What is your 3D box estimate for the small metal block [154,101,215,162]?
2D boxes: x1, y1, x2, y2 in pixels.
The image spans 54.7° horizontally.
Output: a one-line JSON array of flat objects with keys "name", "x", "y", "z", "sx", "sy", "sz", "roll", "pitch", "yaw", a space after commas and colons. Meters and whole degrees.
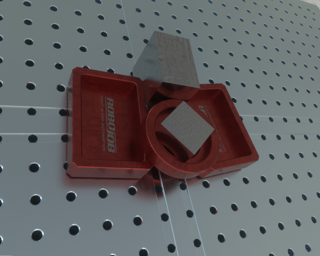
[{"name": "small metal block", "x": 0.028, "y": 0.004, "z": 0.362, "sx": 0.050, "sy": 0.025, "sz": 0.050, "roll": 43, "pitch": 51, "yaw": 1}]

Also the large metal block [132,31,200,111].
[{"name": "large metal block", "x": 0.004, "y": -0.066, "z": 0.411, "sx": 0.050, "sy": 0.080, "sz": 0.080, "roll": 6, "pitch": 59, "yaw": -25}]

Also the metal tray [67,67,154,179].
[{"name": "metal tray", "x": -0.061, "y": -0.007, "z": 0.371, "sx": 0.091, "sy": 0.030, "sz": 0.130, "roll": 6, "pitch": 59, "yaw": -25}]

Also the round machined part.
[{"name": "round machined part", "x": 0.020, "y": 0.017, "z": 0.381, "sx": 0.099, "sy": 0.042, "sz": 0.098, "roll": 14, "pitch": 56, "yaw": -21}]

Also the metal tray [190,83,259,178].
[{"name": "metal tray", "x": 0.075, "y": -0.001, "z": 0.441, "sx": 0.091, "sy": 0.030, "sz": 0.130, "roll": -7, "pitch": 65, "yaw": -31}]
